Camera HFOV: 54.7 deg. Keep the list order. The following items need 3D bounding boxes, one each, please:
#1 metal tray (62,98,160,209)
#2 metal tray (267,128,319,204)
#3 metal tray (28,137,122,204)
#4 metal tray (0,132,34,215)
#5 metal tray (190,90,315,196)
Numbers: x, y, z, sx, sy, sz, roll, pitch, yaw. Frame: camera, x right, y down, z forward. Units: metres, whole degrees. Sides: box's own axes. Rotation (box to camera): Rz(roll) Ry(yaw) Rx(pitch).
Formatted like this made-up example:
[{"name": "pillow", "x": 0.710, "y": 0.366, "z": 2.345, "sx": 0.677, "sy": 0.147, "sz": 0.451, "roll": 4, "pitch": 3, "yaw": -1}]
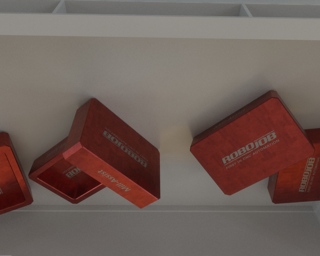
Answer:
[{"name": "metal tray", "x": -0.053, "y": 0.033, "z": 0.393, "sx": 0.030, "sy": 0.090, "sz": 0.130, "roll": -34, "pitch": 123, "yaw": 24}, {"name": "metal tray", "x": 0.216, "y": 0.059, "z": 0.460, "sx": 0.091, "sy": 0.030, "sz": 0.129, "roll": -5, "pitch": 130, "yaw": 4}, {"name": "metal tray", "x": -0.113, "y": 0.055, "z": 0.450, "sx": 0.130, "sy": 0.030, "sz": 0.090, "roll": -32, "pitch": 124, "yaw": 24}, {"name": "metal tray", "x": -0.244, "y": 0.073, "z": 0.440, "sx": 0.091, "sy": 0.030, "sz": 0.129, "roll": -17, "pitch": 134, "yaw": -20}, {"name": "metal tray", "x": 0.117, "y": 0.023, "z": 0.406, "sx": 0.130, "sy": 0.030, "sz": 0.090, "roll": -34, "pitch": 101, "yaw": 25}]
